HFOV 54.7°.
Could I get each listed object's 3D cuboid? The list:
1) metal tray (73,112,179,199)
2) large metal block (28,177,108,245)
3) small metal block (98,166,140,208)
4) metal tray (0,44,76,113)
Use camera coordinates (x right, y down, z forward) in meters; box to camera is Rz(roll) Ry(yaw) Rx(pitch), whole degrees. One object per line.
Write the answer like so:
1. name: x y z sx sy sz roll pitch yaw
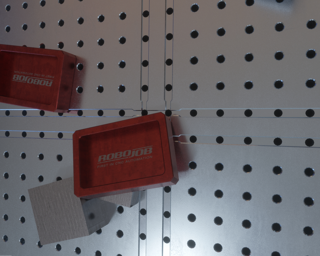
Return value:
1. metal tray: -0.047 0.037 0.404 0.130 0.030 0.090 -12 69 12
2. large metal block: -0.131 0.113 0.444 0.080 0.050 0.080 -17 84 19
3. small metal block: -0.055 0.077 0.431 0.050 0.025 0.050 10 94 19
4. metal tray: -0.198 -0.077 0.477 0.130 0.030 0.089 10 93 19
